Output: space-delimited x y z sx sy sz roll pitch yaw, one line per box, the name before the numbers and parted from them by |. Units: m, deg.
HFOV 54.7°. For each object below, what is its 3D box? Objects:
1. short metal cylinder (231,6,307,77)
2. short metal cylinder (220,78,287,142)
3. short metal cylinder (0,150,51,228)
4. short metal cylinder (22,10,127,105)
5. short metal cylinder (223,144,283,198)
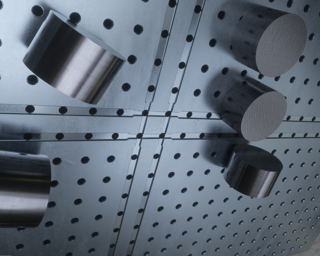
short metal cylinder | 0.142 -0.113 0.405 0.081 0.050 0.079 -14 125 -21
short metal cylinder | 0.137 -0.027 0.456 0.081 0.050 0.079 -14 124 -21
short metal cylinder | -0.155 0.065 0.332 0.050 0.080 0.079 13 112 -34
short metal cylinder | -0.079 -0.066 0.293 0.080 0.080 0.050 27 103 -38
short metal cylinder | 0.150 0.068 0.502 0.081 0.080 0.050 1 118 -30
